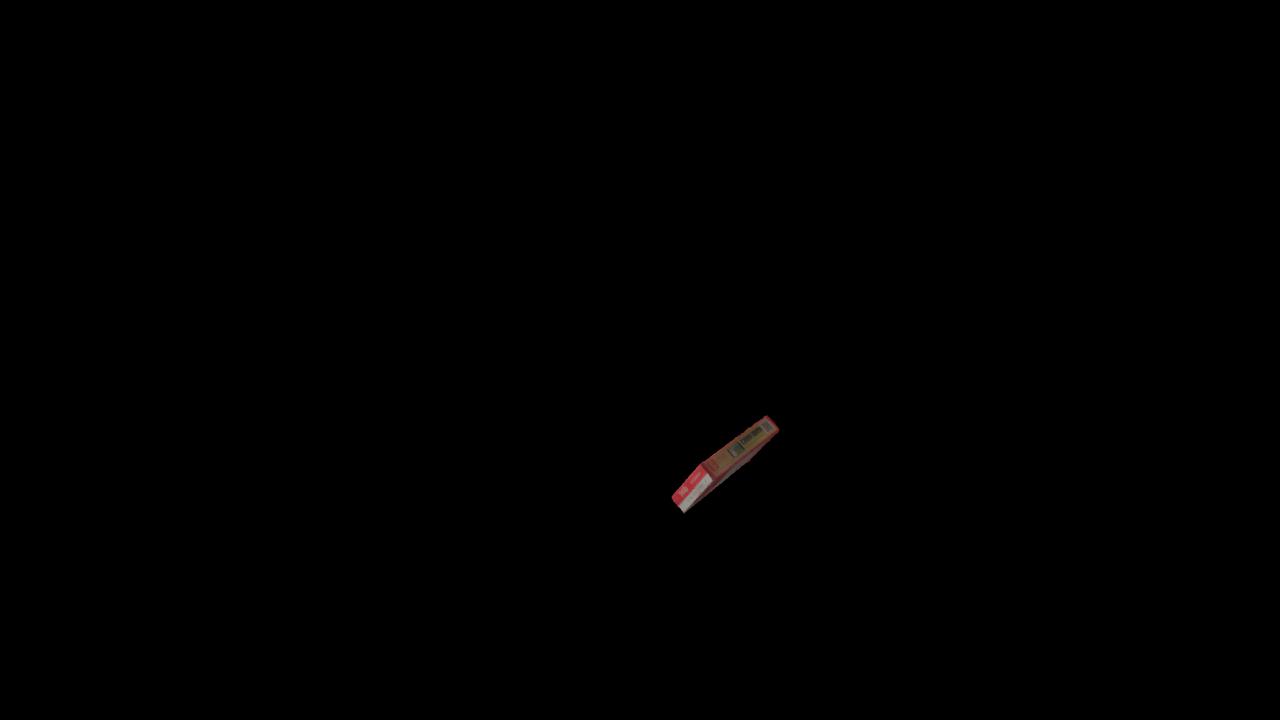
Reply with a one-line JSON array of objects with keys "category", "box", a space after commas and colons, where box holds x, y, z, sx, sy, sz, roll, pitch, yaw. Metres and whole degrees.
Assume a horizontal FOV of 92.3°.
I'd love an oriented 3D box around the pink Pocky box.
[{"category": "pink Pocky box", "box": [0.112, 0.132, 0.791, 0.155, 0.029, 0.084, -26, -23, -43]}]
